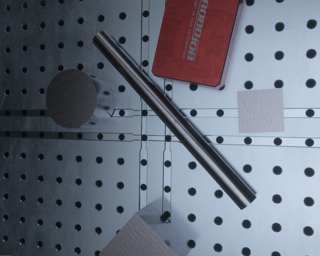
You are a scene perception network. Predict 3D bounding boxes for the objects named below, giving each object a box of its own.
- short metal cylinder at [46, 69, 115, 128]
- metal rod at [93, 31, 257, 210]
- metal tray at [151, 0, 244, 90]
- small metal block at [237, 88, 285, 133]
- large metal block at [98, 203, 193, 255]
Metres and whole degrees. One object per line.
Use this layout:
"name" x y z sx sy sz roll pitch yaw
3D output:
"short metal cylinder" -0.111 -0.039 0.437 0.080 0.050 0.079 0 90 19
"metal rod" 0.011 -0.019 0.407 0.025 0.025 0.300 -45 77 14
"metal tray" 0.048 -0.121 0.392 0.090 0.030 0.129 14 95 19
"small metal block" 0.120 -0.020 0.370 0.050 0.025 0.050 -2 89 19
"large metal block" -0.018 0.160 0.405 0.080 0.050 0.080 43 103 14
